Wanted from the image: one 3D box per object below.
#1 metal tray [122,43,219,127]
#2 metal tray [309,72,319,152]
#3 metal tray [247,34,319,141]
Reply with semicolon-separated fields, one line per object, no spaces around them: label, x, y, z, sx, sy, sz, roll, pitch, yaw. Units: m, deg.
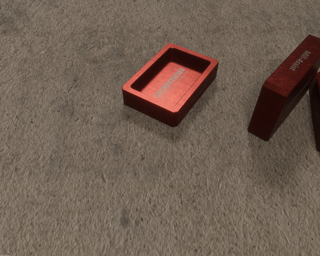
metal tray;0.018;-0.068;0.457;0.090;0.030;0.130;26;54;20
metal tray;0.258;-0.019;0.418;0.090;0.030;0.130;10;51;8
metal tray;0.169;-0.053;0.407;0.030;0.089;0.131;33;57;24
